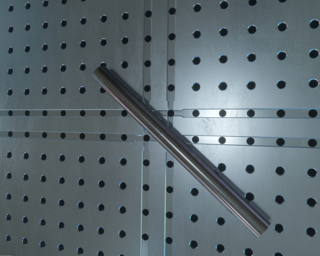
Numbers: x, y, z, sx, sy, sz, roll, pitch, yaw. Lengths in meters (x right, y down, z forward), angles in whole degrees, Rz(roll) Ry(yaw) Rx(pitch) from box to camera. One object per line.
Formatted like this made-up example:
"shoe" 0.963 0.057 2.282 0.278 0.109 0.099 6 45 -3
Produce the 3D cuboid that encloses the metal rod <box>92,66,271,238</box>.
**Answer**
"metal rod" 0.018 0.021 0.406 0.300 0.025 0.025 44 104 14
